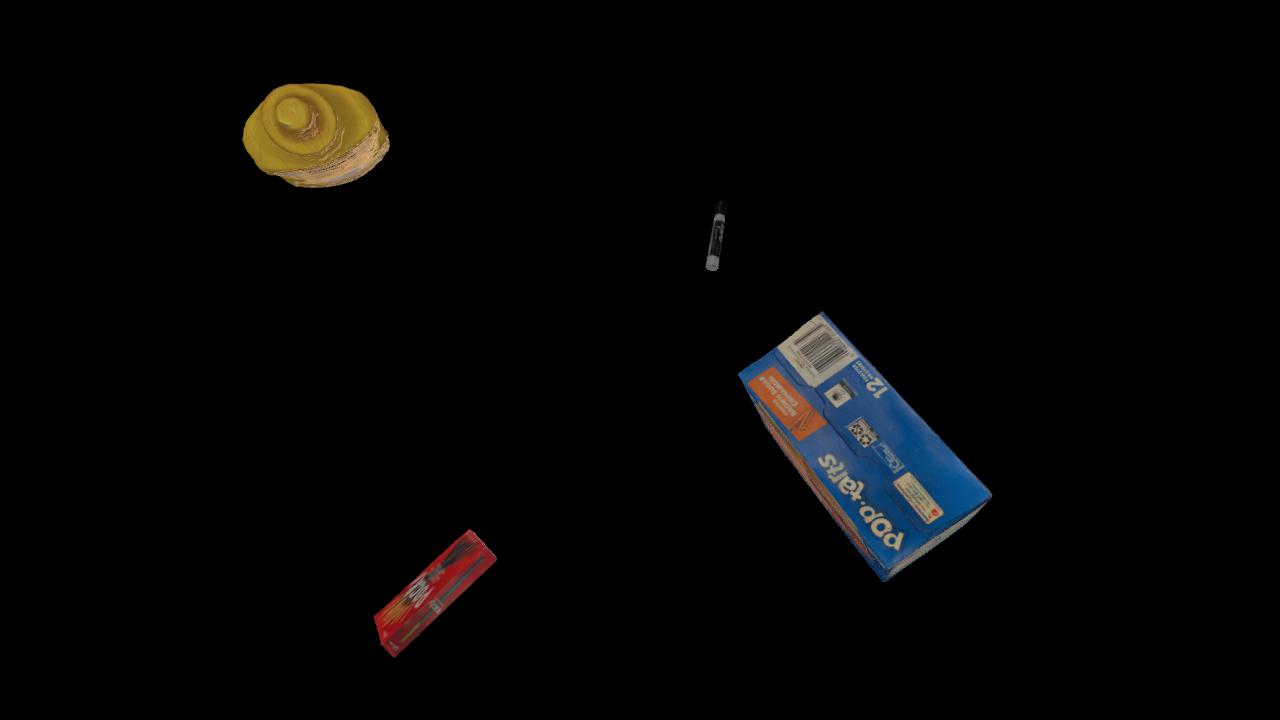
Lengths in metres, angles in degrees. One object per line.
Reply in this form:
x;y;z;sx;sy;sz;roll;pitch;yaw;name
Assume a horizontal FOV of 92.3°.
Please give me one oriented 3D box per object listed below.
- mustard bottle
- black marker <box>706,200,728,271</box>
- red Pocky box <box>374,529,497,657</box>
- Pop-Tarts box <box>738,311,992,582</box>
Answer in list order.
-0.232;-0.161;0.444;0.092;0.054;0.184;-22;17;-14;mustard bottle
0.114;-0.187;0.911;0.020;0.121;0.020;9;-25;4;black marker
-0.253;0.282;0.760;0.155;0.028;0.083;-42;22;-22;red Pocky box
0.165;0.072;0.473;0.083;0.167;0.141;-35;-29;4;Pop-Tarts box
